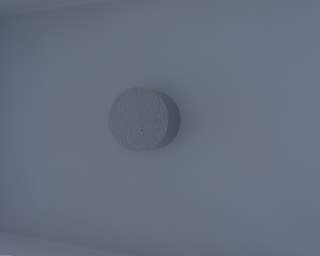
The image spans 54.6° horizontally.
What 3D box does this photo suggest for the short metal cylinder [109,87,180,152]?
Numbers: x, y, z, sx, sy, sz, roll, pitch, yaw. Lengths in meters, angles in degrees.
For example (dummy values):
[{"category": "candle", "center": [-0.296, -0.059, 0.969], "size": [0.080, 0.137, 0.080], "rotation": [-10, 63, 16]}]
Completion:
[{"category": "short metal cylinder", "center": [-0.019, -0.011, 0.404], "size": [0.080, 0.050, 0.080], "rotation": [0, 90, 20]}]
